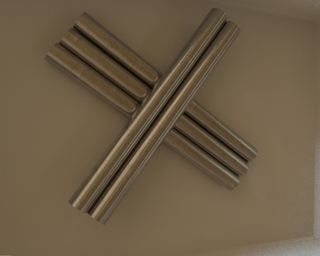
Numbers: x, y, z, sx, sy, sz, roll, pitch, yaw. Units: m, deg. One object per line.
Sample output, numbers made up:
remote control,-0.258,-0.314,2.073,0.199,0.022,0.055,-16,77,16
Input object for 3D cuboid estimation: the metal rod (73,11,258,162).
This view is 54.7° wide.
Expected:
metal rod,0.019,-0.045,0.416,0.301,0.025,0.025,36,78,-17

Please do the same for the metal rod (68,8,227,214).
metal rod,-0.007,-0.030,0.379,0.025,0.025,0.300,39,78,-16

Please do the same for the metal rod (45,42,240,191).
metal rod,-0.011,-0.005,0.405,0.301,0.025,0.025,36,79,-17

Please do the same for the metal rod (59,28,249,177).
metal rod,0.004,-0.024,0.410,0.301,0.025,0.025,36,79,-17

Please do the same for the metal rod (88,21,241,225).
metal rod,0.012,-0.016,0.387,0.025,0.025,0.300,39,78,-16
